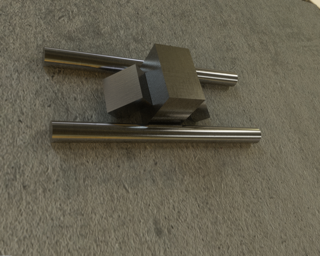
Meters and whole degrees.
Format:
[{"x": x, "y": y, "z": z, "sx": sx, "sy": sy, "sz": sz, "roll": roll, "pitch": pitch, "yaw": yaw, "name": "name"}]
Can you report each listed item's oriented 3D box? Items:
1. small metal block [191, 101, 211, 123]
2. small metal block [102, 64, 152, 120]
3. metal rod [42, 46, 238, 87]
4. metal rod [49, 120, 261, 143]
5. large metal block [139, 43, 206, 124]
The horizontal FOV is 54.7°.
[{"x": 0.050, "y": -0.042, "z": 0.442, "sx": 0.025, "sy": 0.050, "sz": 0.050, "roll": -18, "pitch": 64, "yaw": 9, "name": "small metal block"}, {"x": -0.043, "y": -0.045, "z": 0.394, "sx": 0.025, "sy": 0.050, "sz": 0.050, "roll": 37, "pitch": 36, "yaw": -59, "name": "small metal block"}, {"x": -0.010, "y": -0.085, "z": 0.453, "sx": 0.303, "sy": 0.025, "sz": 0.025, "roll": 1, "pitch": 61, "yaw": -28, "name": "metal rod"}, {"x": 0.014, "y": 0.008, "z": 0.409, "sx": 0.303, "sy": 0.025, "sz": 0.025, "roll": 2, "pitch": 61, "yaw": -28, "name": "metal rod"}, {"x": 0.007, "y": -0.051, "z": 0.409, "sx": 0.050, "sy": 0.080, "sz": 0.080, "roll": 1, "pitch": 62, "yaw": -28, "name": "large metal block"}]
